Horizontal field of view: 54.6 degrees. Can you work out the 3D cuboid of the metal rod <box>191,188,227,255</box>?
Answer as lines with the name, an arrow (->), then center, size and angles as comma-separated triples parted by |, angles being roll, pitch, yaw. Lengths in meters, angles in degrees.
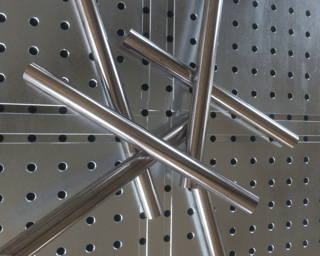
metal rod -> 0.081, 0.177, 0.442 | 0.025, 0.025, 0.299 | -17, 96, -19

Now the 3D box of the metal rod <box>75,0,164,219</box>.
metal rod -> -0.051, -0.028, 0.393 | 0.025, 0.025, 0.299 | -19, 97, -19

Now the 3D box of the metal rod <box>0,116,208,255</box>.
metal rod -> -0.048, 0.057, 0.356 | 0.302, 0.025, 0.025 | -34, 102, -31

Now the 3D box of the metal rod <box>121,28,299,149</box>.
metal rod -> 0.082, -0.048, 0.442 | 0.301, 0.025, 0.025 | 29, 81, -18

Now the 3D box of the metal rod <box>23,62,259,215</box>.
metal rod -> -0.021, 0.012, 0.360 | 0.301, 0.025, 0.025 | 31, 79, 0

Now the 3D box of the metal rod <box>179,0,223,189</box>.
metal rod -> 0.058, -0.072, 0.406 | 0.025, 0.025, 0.299 | 12, 81, -20
